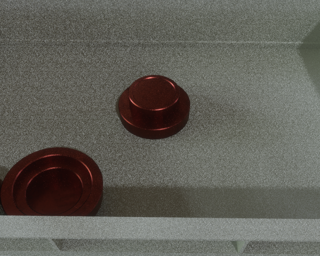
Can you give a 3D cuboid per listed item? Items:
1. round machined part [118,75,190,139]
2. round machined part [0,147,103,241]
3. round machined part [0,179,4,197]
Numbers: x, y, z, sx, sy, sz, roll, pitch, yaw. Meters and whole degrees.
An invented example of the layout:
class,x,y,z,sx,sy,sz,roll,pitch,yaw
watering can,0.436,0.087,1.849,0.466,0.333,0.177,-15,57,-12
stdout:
class,x,y,z,sx,sy,sz,roll,pitch,yaw
round machined part,-0.008,-0.035,0.424,0.099,0.042,0.098,0,50,0
round machined part,-0.110,0.071,0.328,0.099,0.042,0.098,5,47,-6
round machined part,-0.203,0.079,0.295,0.099,0.098,0.042,-12,73,-10
